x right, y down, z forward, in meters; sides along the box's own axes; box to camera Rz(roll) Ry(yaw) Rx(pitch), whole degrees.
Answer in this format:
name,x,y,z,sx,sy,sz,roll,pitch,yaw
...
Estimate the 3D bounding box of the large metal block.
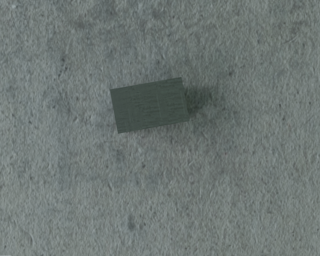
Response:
name,x,y,z,sx,sy,sz,roll,pitch,yaw
large metal block,-0.012,-0.025,0.382,0.080,0.080,0.050,-10,90,0
